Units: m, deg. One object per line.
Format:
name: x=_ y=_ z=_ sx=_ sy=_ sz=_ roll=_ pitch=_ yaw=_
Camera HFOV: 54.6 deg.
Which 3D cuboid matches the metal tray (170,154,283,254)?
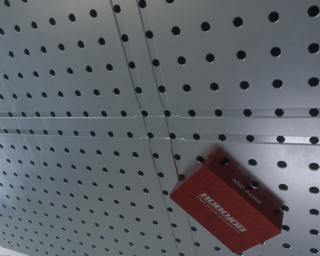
metal tray: x=0.089 y=0.107 z=0.428 sx=0.130 sy=0.030 sz=0.090 roll=41 pitch=129 yaw=0
